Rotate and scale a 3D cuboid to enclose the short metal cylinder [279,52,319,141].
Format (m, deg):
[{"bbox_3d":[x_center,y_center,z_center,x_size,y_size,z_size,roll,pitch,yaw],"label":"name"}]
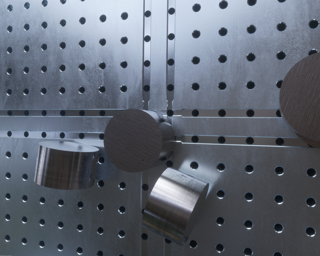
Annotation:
[{"bbox_3d":[0.155,-0.027,0.291,0.080,0.050,0.079,0,90,20],"label":"short metal cylinder"}]

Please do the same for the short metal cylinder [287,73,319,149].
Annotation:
[{"bbox_3d":[0.181,-0.017,0.335,0.080,0.050,0.079,0,90,20],"label":"short metal cylinder"}]

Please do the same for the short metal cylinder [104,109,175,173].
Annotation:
[{"bbox_3d":[-0.026,0.016,0.409,0.080,0.050,0.079,0,90,20],"label":"short metal cylinder"}]

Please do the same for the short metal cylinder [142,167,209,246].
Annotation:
[{"bbox_3d":[0.021,0.094,0.376,0.050,0.080,0.080,22,97,19],"label":"short metal cylinder"}]

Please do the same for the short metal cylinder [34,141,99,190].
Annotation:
[{"bbox_3d":[-0.129,0.050,0.429,0.080,0.080,0.050,10,94,19],"label":"short metal cylinder"}]
